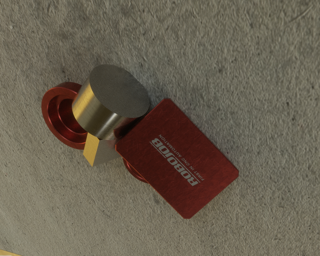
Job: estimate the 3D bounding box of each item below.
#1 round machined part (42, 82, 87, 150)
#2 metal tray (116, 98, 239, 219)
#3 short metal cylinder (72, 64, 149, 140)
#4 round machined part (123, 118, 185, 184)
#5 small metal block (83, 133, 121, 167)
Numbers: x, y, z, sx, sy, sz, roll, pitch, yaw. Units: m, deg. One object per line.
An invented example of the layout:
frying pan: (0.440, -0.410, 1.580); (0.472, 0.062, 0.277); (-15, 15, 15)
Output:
round machined part: (-0.116, -0.021, 0.443); (0.098, 0.042, 0.097); (13, 124, 20)
metal tray: (0.021, 0.037, 0.387); (0.090, 0.030, 0.130); (-43, 95, 7)
short metal cylinder: (-0.061, -0.032, 0.384); (0.080, 0.080, 0.050); (44, 129, -3)
round machined part: (-0.012, 0.038, 0.425); (0.098, 0.042, 0.097); (13, 124, 20)
small metal block: (-0.071, 0.020, 0.417); (0.025, 0.050, 0.050); (46, 133, 28)
